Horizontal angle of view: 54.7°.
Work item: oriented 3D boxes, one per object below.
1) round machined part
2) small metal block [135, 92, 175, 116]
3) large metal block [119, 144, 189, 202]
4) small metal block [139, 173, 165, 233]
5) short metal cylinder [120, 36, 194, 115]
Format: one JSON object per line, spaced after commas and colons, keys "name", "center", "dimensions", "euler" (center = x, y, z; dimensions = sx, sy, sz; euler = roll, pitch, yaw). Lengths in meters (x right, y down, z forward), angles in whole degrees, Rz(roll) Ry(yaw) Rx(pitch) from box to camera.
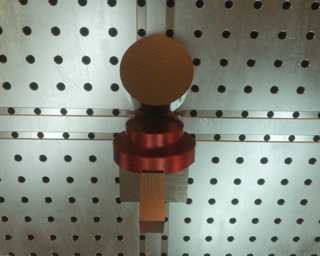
{"name": "round machined part", "center": [-0.006, 0.014, 0.368], "dimensions": [0.099, 0.098, 0.042], "euler": [1, 110, -1]}
{"name": "small metal block", "center": [-0.007, -0.025, 0.403], "dimensions": [0.050, 0.025, 0.050], "euler": [1, 110, -1]}
{"name": "large metal block", "center": [-0.008, 0.052, 0.402], "dimensions": [0.081, 0.080, 0.050], "euler": [1, 110, -1]}
{"name": "small metal block", "center": [-0.008, 0.082, 0.333], "dimensions": [0.025, 0.050, 0.050], "euler": [1, 148, -1]}
{"name": "short metal cylinder", "center": [-0.004, -0.059, 0.360], "dimensions": [0.081, 0.050, 0.080], "euler": [0, 80, -1]}
